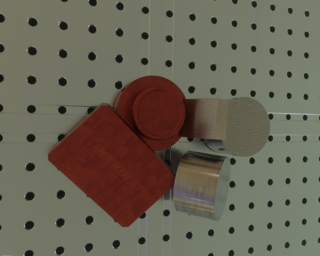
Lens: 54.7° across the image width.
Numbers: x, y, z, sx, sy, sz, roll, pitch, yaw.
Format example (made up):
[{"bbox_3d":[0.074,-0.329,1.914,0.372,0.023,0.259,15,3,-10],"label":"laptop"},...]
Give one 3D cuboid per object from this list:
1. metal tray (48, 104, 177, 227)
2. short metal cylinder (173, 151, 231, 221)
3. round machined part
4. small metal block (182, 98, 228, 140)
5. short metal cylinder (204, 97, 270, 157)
[{"bbox_3d":[-0.054,0.045,0.374,0.090,0.030,0.130,-43,105,1],"label":"metal tray"},{"bbox_3d":[0.056,0.072,0.394,0.050,0.080,0.080,8,87,23],"label":"short metal cylinder"},{"bbox_3d":[-0.007,-0.019,0.397,0.099,0.042,0.097,0,90,-20],"label":"round machined part"},{"bbox_3d":[0.057,-0.011,0.397,0.025,0.050,0.050,8,86,-48],"label":"small metal block"},{"bbox_3d":[0.105,-0.002,0.434,0.081,0.050,0.079,0,90,-20],"label":"short metal cylinder"}]
